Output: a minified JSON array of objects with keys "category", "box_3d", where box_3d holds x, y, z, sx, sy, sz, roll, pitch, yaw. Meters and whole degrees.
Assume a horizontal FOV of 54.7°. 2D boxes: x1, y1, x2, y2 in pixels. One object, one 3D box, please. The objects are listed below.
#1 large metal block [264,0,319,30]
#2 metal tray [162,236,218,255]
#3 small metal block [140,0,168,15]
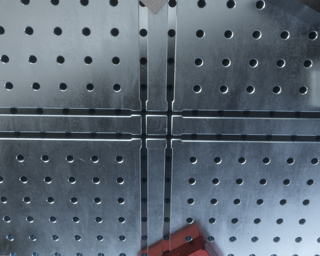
[{"category":"large metal block","box_3d":[0.171,-0.145,0.332,0.080,0.080,0.050,24,108,-9]},{"category":"metal tray","box_3d":[0.036,0.242,0.499,0.130,0.030,0.090,-32,107,11]},{"category":"small metal block","box_3d":[-0.007,-0.166,0.352,0.050,0.025,0.050,42,105,-14]}]
